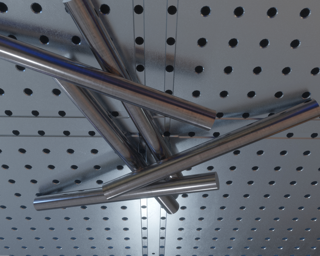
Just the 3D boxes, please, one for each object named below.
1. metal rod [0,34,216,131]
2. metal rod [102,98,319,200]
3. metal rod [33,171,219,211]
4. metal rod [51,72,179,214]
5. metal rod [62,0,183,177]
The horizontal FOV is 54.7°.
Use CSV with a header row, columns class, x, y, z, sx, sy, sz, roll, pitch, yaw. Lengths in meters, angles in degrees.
class,x,y,z,sx,sy,sz,roll,pitch,yaw
metal rod,-0.084,-0.057,0.334,0.302,0.025,0.025,19,128,-6
metal rod,0.062,0.032,0.415,0.301,0.025,0.025,-23,127,9
metal rod,-0.062,0.099,0.468,0.301,0.025,0.025,-11,130,19
metal rod,-0.046,0.035,0.440,0.025,0.025,0.299,-22,127,17
metal rod,-0.028,-0.023,0.391,0.025,0.025,0.299,-17,129,13
